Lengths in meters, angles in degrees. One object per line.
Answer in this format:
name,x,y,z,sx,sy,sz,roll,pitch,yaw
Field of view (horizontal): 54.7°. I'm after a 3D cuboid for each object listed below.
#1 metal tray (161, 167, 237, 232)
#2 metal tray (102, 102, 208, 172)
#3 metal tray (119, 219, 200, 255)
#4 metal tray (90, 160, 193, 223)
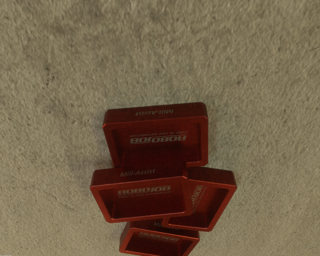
metal tray,0.059,0.118,0.505,0.091,0.030,0.129,9,130,-8
metal tray,-0.002,0.015,0.416,0.131,0.030,0.089,-5,130,3
metal tray,-0.002,0.208,0.580,0.131,0.030,0.089,14,129,-12
metal tray,-0.023,0.093,0.442,0.131,0.030,0.090,-7,130,6
